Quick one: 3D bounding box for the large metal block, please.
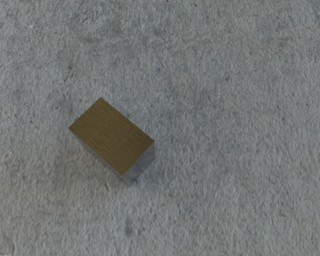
[{"bbox_3d":[-0.053,0.020,0.371,0.080,0.080,0.050,39,75,12],"label":"large metal block"}]
